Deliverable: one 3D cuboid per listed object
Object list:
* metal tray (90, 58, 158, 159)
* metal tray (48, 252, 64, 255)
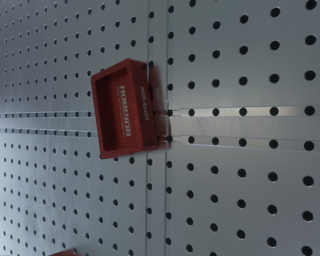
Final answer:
[{"bbox_3d":[-0.055,-0.025,0.452,0.090,0.030,0.129,-15,81,39],"label":"metal tray"},{"bbox_3d":[-0.181,0.306,0.558,0.090,0.030,0.129,19,102,38],"label":"metal tray"}]
